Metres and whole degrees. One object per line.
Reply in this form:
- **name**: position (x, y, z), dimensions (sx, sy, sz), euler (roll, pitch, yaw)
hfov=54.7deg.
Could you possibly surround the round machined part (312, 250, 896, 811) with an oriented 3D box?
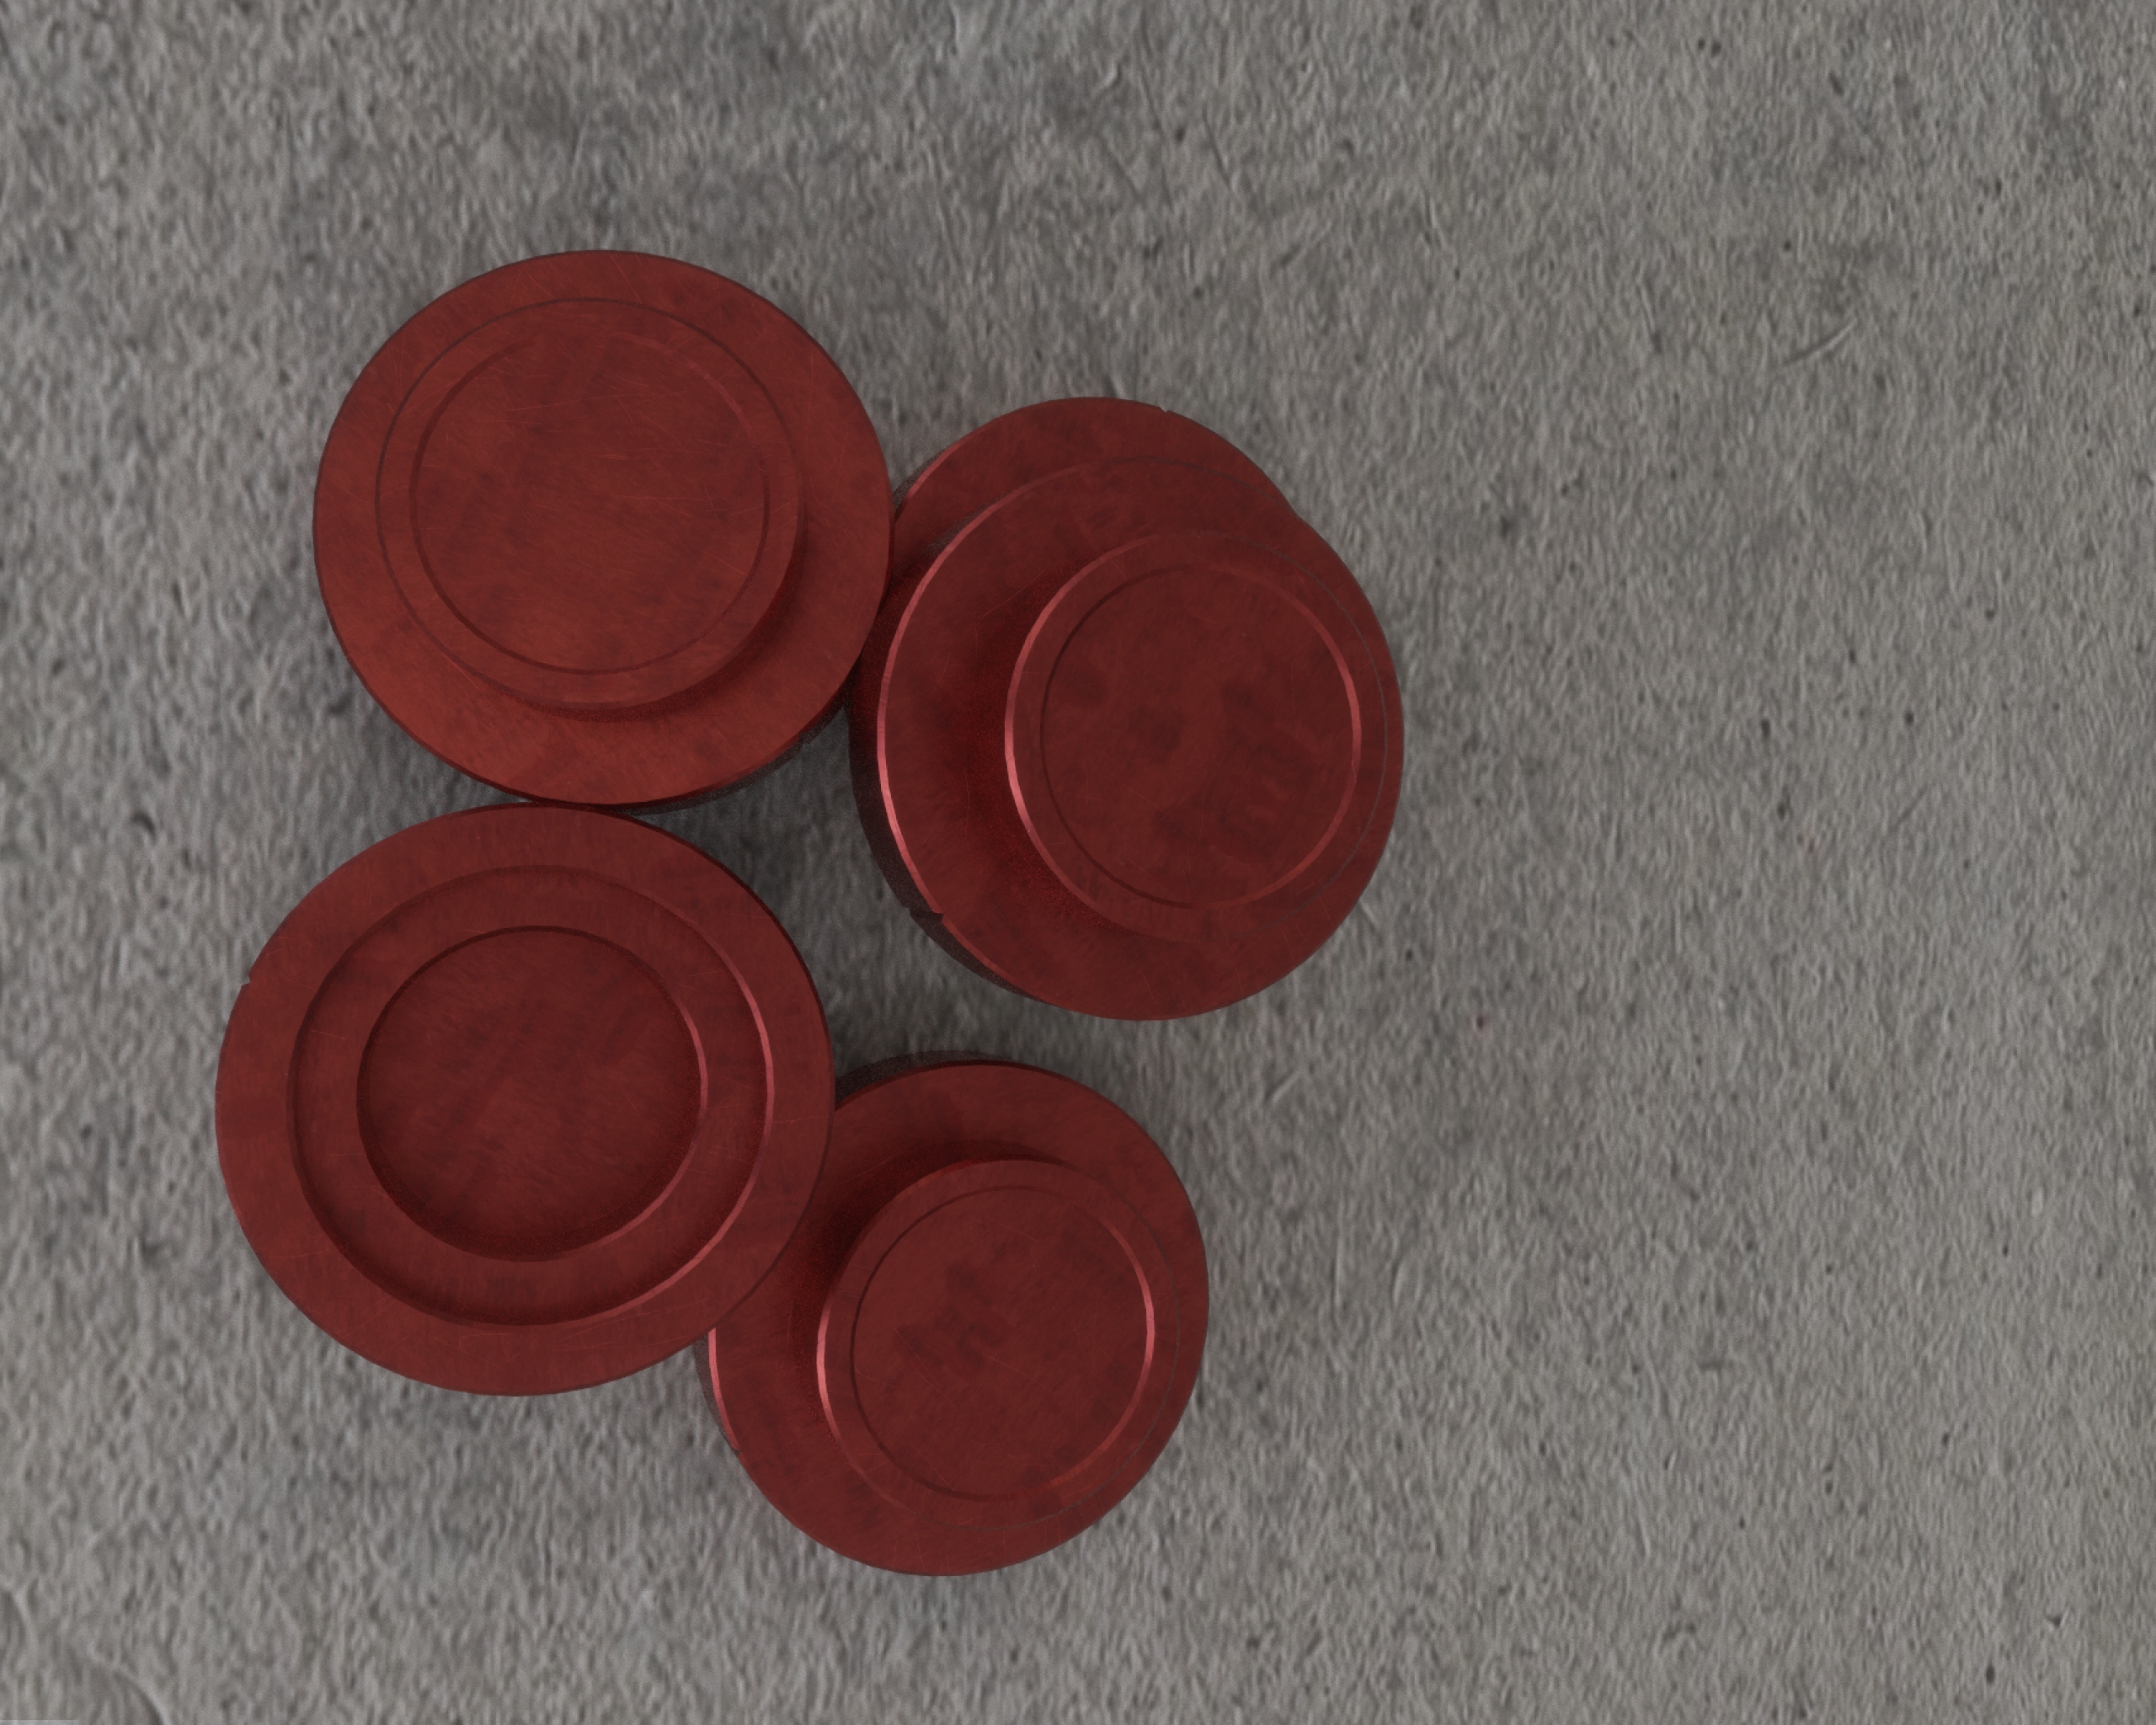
- **round machined part**: position (-0.081, -0.058, 0.358), dimensions (0.099, 0.042, 0.097), euler (0, 87, -6)

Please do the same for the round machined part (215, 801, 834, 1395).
- **round machined part**: position (-0.095, 0.039, 0.362), dimensions (0.099, 0.042, 0.097), euler (1, 88, -16)

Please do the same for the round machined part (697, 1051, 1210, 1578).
- **round machined part**: position (-0.020, 0.086, 0.393), dimensions (0.099, 0.042, 0.097), euler (0, 90, -20)

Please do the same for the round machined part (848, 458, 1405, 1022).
- **round machined part**: position (0.013, -0.021, 0.360), dimensions (0.099, 0.042, 0.097), euler (-1, 91, -21)

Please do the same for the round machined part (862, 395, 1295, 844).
- **round machined part**: position (0.007, -0.041, 0.402), dimensions (0.099, 0.042, 0.097), euler (0, 90, -20)
